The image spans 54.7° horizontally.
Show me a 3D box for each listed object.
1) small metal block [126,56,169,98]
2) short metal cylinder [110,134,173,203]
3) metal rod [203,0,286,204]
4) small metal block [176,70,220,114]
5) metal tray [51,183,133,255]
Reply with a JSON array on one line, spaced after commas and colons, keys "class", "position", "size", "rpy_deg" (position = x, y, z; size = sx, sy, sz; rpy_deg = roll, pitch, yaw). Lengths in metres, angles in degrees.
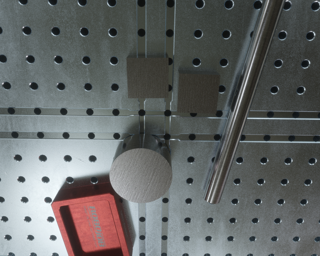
[{"class": "small metal block", "position": [-0.015, -0.065, 0.389], "size": [0.050, 0.025, 0.050], "rpy_deg": [0, 110, -1]}, {"class": "short metal cylinder", "position": [-0.024, 0.054, 0.420], "size": [0.081, 0.050, 0.079], "rpy_deg": [0, 110, -1]}, {"class": "metal rod", "position": [0.107, -0.033, 0.402], "size": [0.025, 0.025, 0.298], "rpy_deg": [11, 110, -5]}, {"class": "small metal block", "position": [0.048, -0.047, 0.397], "size": [0.050, 0.025, 0.050], "rpy_deg": [2, 110, -1]}, {"class": "metal tray", "position": [-0.098, 0.150, 0.464], "size": [0.091, 0.030, 0.129], "rpy_deg": [-9, 110, 3]}]
